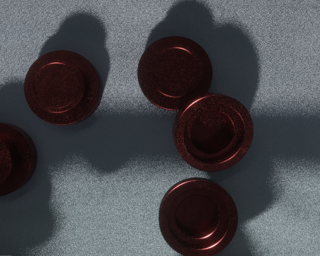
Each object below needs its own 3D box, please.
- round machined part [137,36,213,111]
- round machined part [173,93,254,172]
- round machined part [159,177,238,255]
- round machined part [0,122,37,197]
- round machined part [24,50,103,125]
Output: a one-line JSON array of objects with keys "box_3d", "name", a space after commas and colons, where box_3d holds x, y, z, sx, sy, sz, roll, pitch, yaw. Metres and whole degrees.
[{"box_3d": [0.020, -0.072, 0.403, 0.099, 0.042, 0.097, 0, 90, -1], "name": "round machined part"}, {"box_3d": [0.064, 0.003, 0.396, 0.099, 0.042, 0.097, -2, 104, -8], "name": "round machined part"}, {"box_3d": [0.047, 0.113, 0.404, 0.099, 0.042, 0.097, 0, 90, -1], "name": "round machined part"}, {"box_3d": [-0.216, 0.041, 0.400, 0.099, 0.042, 0.097, 0, 90, -1], "name": "round machined part"}, {"box_3d": [-0.127, -0.053, 0.401, 0.099, 0.042, 0.097, 0, 90, -1], "name": "round machined part"}]
